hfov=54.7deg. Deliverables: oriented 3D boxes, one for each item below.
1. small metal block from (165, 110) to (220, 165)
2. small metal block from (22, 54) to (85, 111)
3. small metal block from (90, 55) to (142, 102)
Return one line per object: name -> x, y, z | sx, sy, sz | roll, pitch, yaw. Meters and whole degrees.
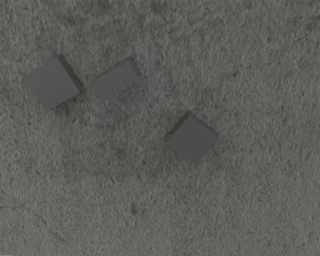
small metal block -> 0.042, 0.012, 0.415 | 0.050, 0.025, 0.050 | 36, 106, -13
small metal block -> -0.132, -0.057, 0.387 | 0.050, 0.025, 0.050 | -27, 108, 9
small metal block -> -0.051, -0.061, 0.373 | 0.050, 0.050, 0.025 | -29, 108, 10
